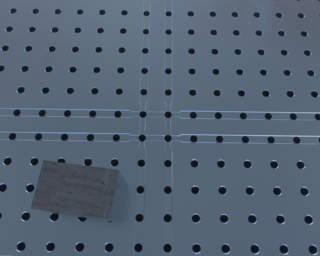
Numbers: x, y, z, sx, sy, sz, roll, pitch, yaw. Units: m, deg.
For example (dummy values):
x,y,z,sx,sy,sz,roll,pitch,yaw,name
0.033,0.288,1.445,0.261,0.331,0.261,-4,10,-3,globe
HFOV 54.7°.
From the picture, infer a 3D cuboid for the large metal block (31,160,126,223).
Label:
x,y,z,sx,sy,sz,roll,pitch,yaw,name
-0.086,0.075,0.354,0.080,0.080,0.050,7,70,2,large metal block
